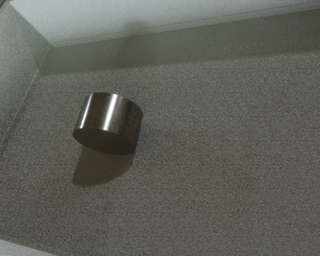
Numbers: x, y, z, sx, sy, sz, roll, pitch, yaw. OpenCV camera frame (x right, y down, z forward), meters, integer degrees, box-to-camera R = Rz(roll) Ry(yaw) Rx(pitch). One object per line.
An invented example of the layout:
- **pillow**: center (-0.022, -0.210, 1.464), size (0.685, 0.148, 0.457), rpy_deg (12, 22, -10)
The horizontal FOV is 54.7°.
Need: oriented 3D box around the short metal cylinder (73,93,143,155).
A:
- **short metal cylinder**: center (-0.067, -0.003, 0.406), size (0.080, 0.080, 0.050), rpy_deg (-2, 61, 27)
